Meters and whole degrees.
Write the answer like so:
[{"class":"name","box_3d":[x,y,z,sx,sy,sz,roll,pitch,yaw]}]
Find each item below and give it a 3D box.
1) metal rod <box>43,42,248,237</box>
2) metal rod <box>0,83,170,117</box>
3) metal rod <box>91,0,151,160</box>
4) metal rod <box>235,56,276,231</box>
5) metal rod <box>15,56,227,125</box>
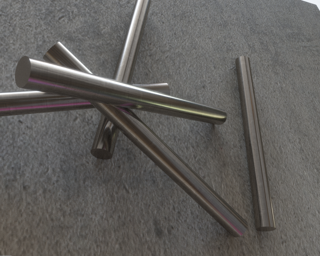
[{"class":"metal rod","box_3d":[-0.006,0.022,0.351,0.300,0.025,0.025,44,50,-13]},{"class":"metal rod","box_3d":[-0.129,-0.028,0.331,0.303,0.025,0.025,-7,65,-25]},{"class":"metal rod","box_3d":[-0.047,-0.092,0.436,0.025,0.025,0.300,21,54,-17]},{"class":"metal rod","box_3d":[0.143,0.004,0.480,0.025,0.025,0.300,16,55,-20]},{"class":"metal rod","box_3d":[-0.008,-0.030,0.352,0.302,0.025,0.025,8,56,-49]}]
